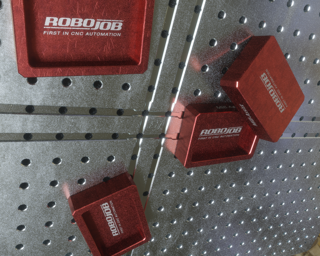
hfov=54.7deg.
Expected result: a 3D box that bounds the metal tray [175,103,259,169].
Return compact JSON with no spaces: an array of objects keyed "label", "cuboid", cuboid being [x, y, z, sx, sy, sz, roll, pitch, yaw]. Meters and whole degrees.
[{"label":"metal tray","cuboid":[0.093,0.009,0.466,0.131,0.030,0.089,-4,121,-27]}]

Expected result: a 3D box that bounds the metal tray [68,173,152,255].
[{"label":"metal tray","cuboid":[-0.069,0.136,0.455,0.091,0.030,0.129,-22,127,-15]}]

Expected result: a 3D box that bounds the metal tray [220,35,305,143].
[{"label":"metal tray","cuboid":[0.148,-0.052,0.434,0.090,0.030,0.130,-53,124,-13]}]

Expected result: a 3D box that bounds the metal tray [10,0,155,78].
[{"label":"metal tray","cuboid":[-0.074,-0.099,0.306,0.131,0.030,0.089,-7,122,-25]}]
